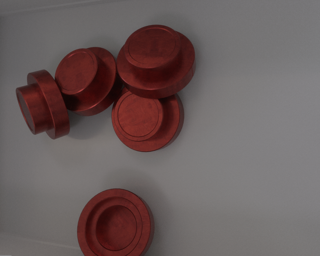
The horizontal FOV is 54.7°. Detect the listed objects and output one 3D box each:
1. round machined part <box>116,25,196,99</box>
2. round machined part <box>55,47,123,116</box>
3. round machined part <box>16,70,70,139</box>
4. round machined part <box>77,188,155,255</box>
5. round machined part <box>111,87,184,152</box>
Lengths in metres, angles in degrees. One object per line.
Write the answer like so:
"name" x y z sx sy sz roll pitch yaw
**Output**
"round machined part" -0.006 -0.088 0.381 0.098 0.042 0.098 -4 61 8
"round machined part" -0.103 -0.069 0.422 0.098 0.042 0.098 -8 68 21
"round machined part" -0.167 -0.029 0.432 0.098 0.042 0.097 37 139 42
"round machined part" -0.054 0.132 0.410 0.098 0.042 0.098 -4 69 12
"round machined part" -0.021 -0.017 0.409 0.098 0.042 0.097 0 90 20
